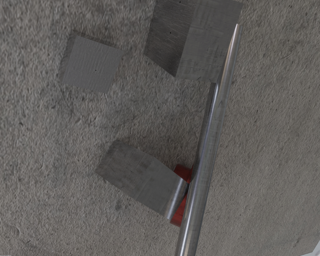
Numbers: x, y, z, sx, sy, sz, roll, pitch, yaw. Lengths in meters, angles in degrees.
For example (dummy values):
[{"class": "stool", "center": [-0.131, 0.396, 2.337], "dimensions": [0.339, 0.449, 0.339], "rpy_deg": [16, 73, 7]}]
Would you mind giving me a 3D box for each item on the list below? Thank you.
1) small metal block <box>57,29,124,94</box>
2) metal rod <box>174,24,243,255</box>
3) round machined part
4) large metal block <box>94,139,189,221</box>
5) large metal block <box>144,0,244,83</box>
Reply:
[{"class": "small metal block", "center": [-0.073, -0.068, 0.324], "dimensions": [0.050, 0.025, 0.050], "rpy_deg": [12, 113, -33]}, {"class": "metal rod", "center": [0.059, 0.021, 0.382], "dimensions": [0.025, 0.025, 0.298], "rpy_deg": [12, 90, -33]}, {"class": "round machined part", "center": [0.032, 0.090, 0.446], "dimensions": [0.042, 0.098, 0.097], "rpy_deg": [22, 113, 8]}, {"class": "large metal block", "center": [-0.022, 0.064, 0.391], "dimensions": [0.080, 0.080, 0.050], "rpy_deg": [42, 75, -39]}, {"class": "large metal block", "center": [0.030, -0.101, 0.325], "dimensions": [0.050, 0.080, 0.079], "rpy_deg": [2, 118, -29]}]
